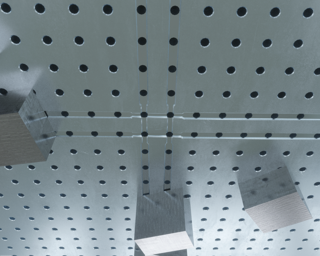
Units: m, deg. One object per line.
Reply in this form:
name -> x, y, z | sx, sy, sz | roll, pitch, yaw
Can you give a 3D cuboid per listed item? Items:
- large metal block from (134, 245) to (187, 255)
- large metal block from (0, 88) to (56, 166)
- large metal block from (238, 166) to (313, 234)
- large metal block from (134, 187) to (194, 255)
large metal block -> -0.001, 0.247, 0.605 | 0.080, 0.050, 0.080 | 16, 128, -13
large metal block -> -0.192, 0.001, 0.395 | 0.080, 0.050, 0.080 | -7, 130, 6
large metal block -> 0.183, 0.116, 0.495 | 0.080, 0.050, 0.080 | -26, 126, 20
large metal block -> 0.007, 0.151, 0.504 | 0.080, 0.080, 0.050 | -14, 129, 12
